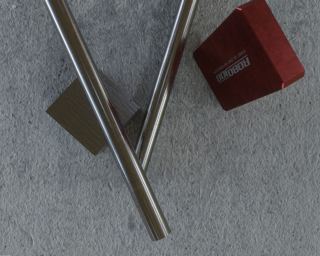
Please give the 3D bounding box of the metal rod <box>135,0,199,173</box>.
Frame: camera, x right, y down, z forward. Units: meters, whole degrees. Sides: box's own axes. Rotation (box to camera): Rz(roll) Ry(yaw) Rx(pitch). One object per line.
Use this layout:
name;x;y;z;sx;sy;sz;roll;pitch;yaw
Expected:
metal rod;0.012;-0.083;0.410;0.025;0.025;0.298;17;90;-1

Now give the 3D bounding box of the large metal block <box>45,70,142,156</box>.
large metal block;-0.081;-0.022;0.396;0.080;0.050;0.080;43;90;-1

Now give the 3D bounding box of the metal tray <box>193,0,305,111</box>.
metal tray;0.093;-0.075;0.357;0.030;0.130;0.090;-30;91;-16

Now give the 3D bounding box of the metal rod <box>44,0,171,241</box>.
metal rod;-0.060;-0.011;0.359;0.025;0.025;0.299;-24;91;0
